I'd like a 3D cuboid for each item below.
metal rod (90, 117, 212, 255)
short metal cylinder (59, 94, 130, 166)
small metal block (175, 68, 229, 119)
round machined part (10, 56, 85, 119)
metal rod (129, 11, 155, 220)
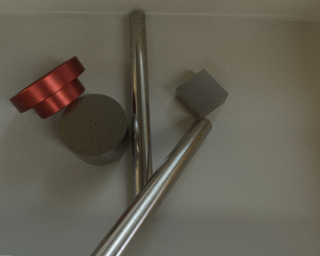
[{"bbox_3d":[-0.012,0.073,0.305,0.025,0.025,0.301,31,43,10],"label":"metal rod"},{"bbox_3d":[-0.080,0.003,0.394,0.081,0.050,0.080,0,70,0],"label":"short metal cylinder"},{"bbox_3d":[0.057,-0.045,0.427,0.050,0.025,0.050,-36,74,-13],"label":"small metal block"},{"bbox_3d":[-0.136,-0.048,0.397,0.098,0.098,0.042,-38,111,-13],"label":"round machined part"},{"bbox_3d":[-0.027,-0.030,0.420,0.025,0.025,0.299,-3,70,-1],"label":"metal rod"}]
